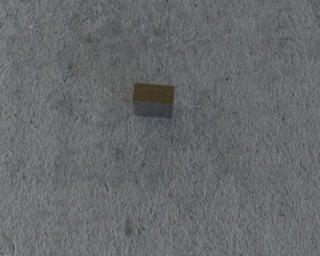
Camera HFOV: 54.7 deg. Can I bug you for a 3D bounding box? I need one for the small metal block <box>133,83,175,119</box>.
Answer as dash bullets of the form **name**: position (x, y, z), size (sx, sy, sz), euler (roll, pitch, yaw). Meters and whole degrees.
- **small metal block**: position (-0.008, -0.035, 0.408), size (0.050, 0.050, 0.025), euler (5, 70, 1)
